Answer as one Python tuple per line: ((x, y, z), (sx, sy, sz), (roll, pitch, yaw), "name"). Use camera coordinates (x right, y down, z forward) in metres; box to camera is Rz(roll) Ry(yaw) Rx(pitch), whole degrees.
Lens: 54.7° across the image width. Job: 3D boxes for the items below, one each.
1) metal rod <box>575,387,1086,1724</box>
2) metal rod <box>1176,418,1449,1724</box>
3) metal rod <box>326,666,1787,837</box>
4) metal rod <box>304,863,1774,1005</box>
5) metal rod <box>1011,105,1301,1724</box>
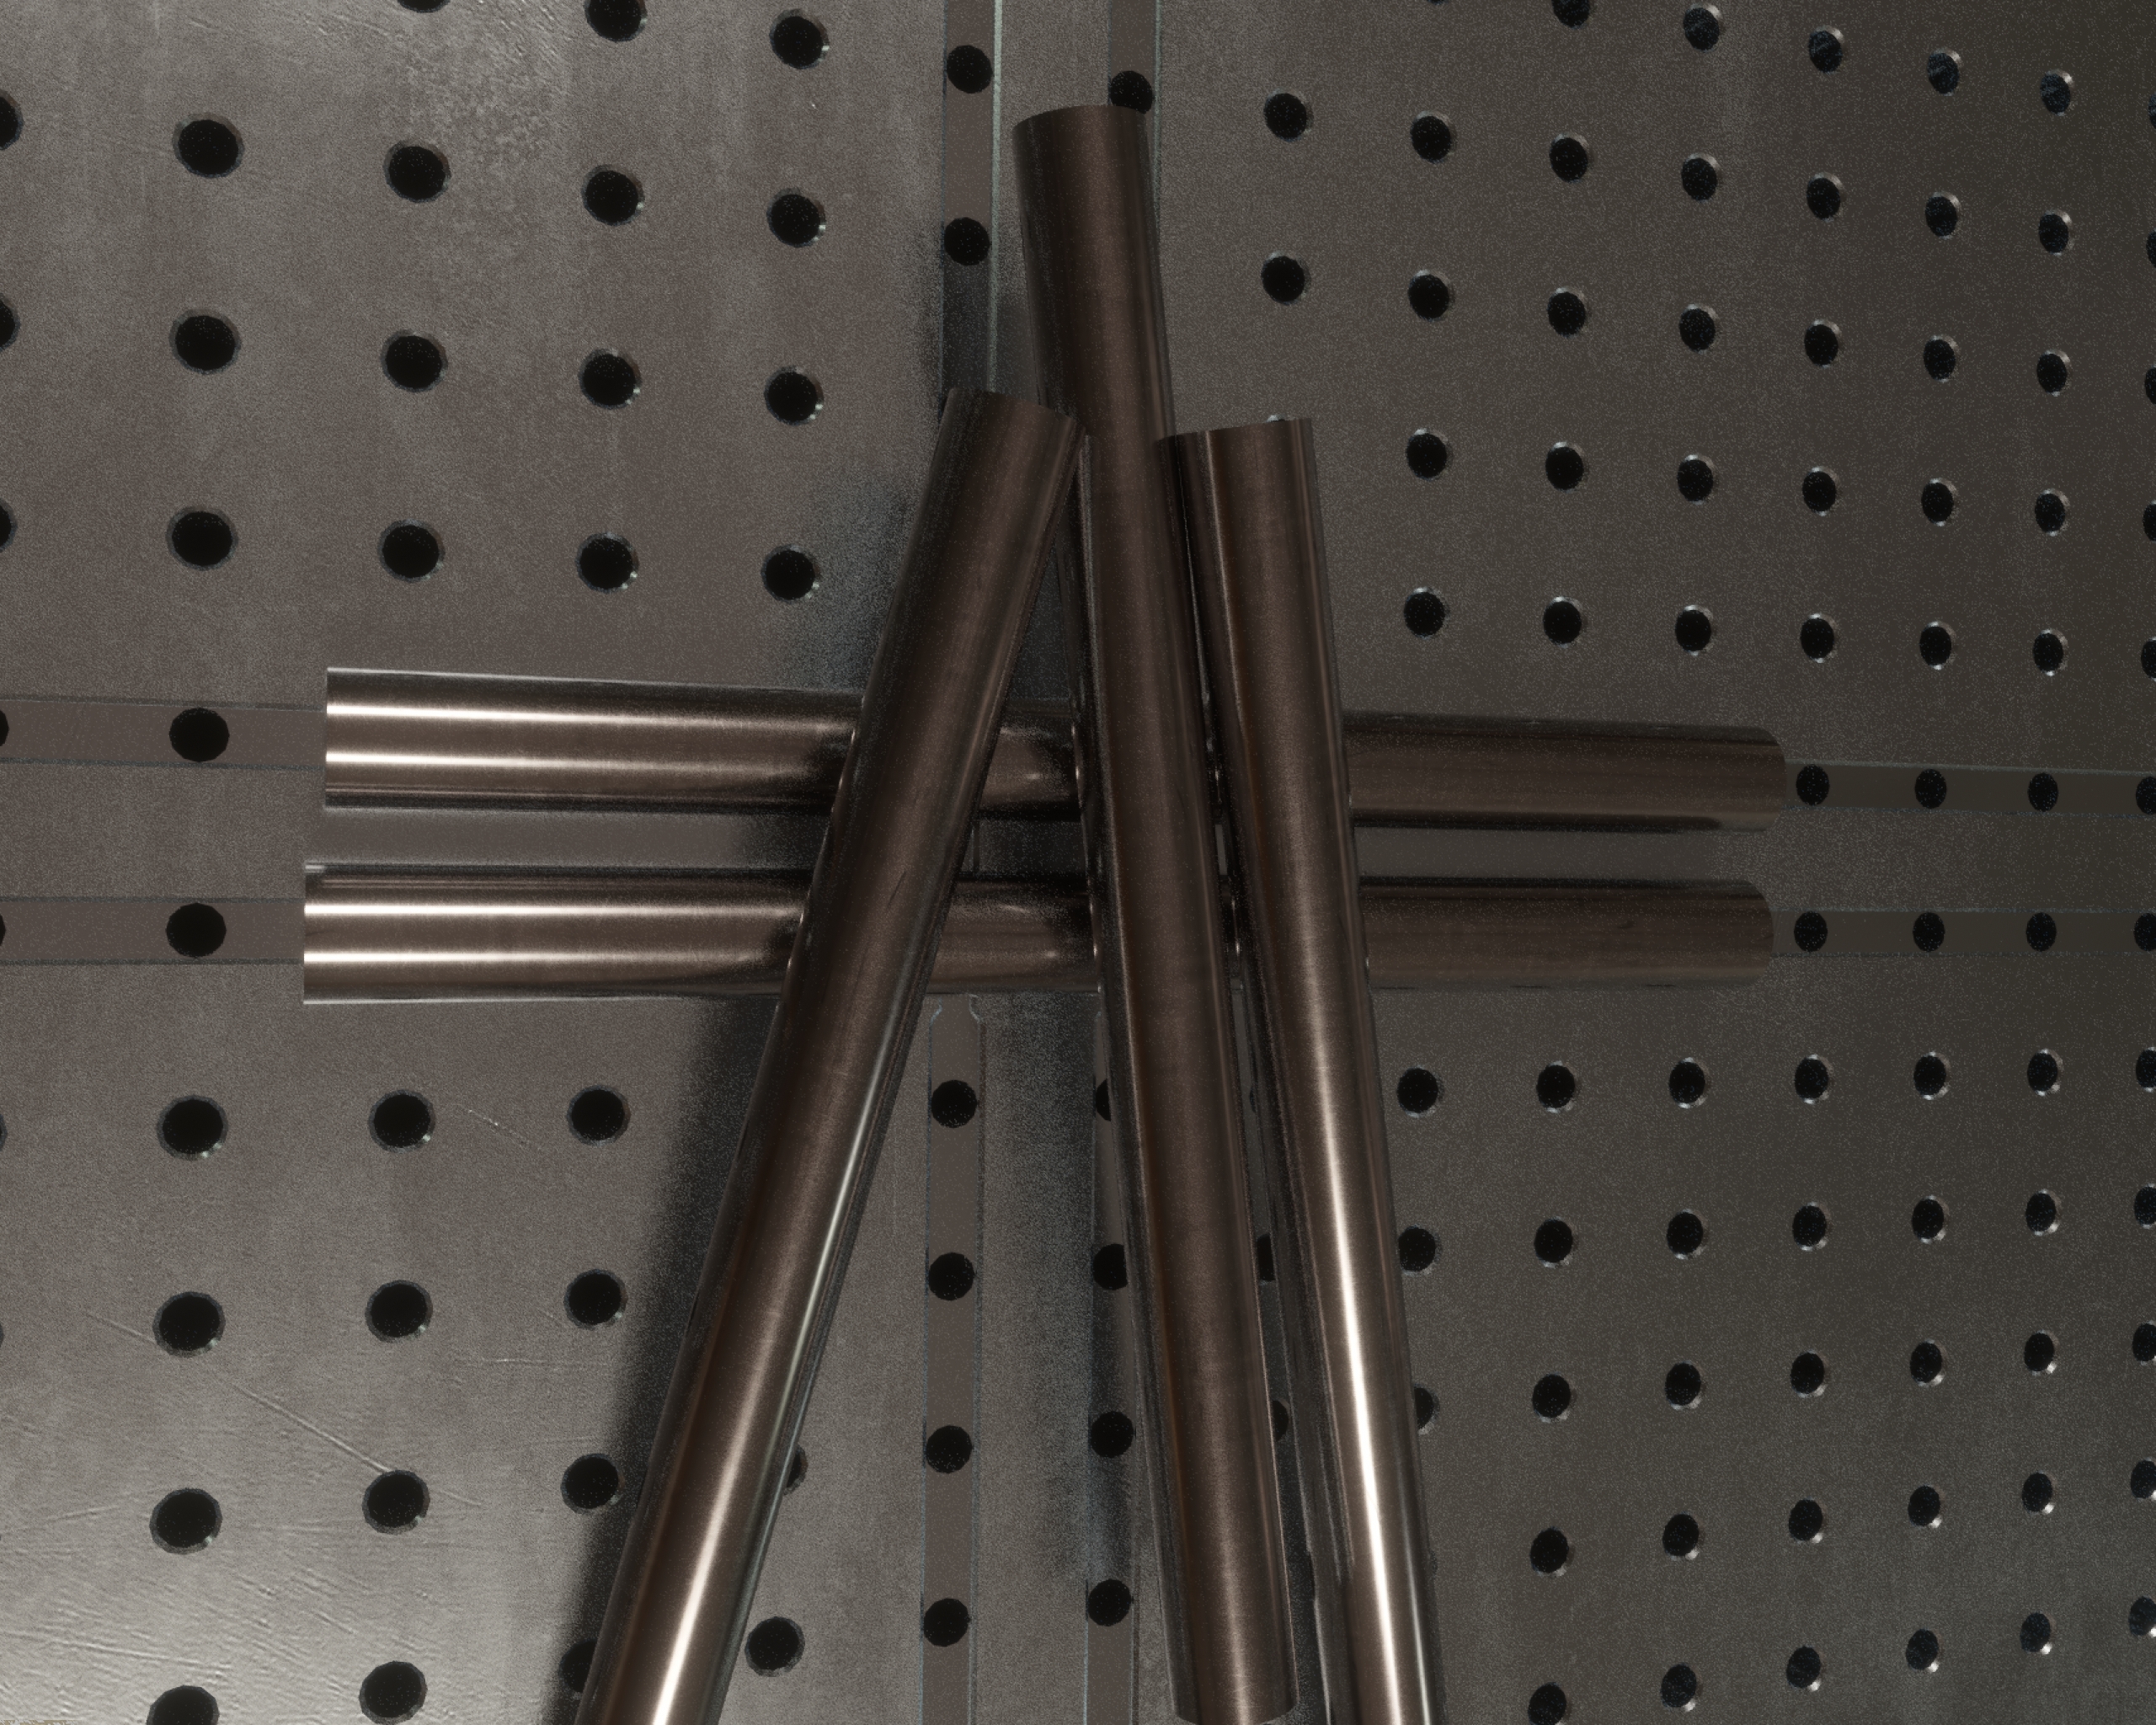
((-0.052, 0.063, 0.375), (0.025, 0.025, 0.298), (15, 92, -20), "metal rod")
((0.050, 0.065, 0.412), (0.025, 0.025, 0.298), (-11, 101, -20), "metal rod")
((0.010, -0.020, 0.418), (0.303, 0.025, 0.025), (1, 90, -21), "metal rod")
((0.007, 0.014, 0.417), (0.303, 0.025, 0.025), (1, 90, -21), "metal rod")
((0.015, 0.012, 0.393), (0.025, 0.025, 0.298), (-7, 93, -20), "metal rod")
